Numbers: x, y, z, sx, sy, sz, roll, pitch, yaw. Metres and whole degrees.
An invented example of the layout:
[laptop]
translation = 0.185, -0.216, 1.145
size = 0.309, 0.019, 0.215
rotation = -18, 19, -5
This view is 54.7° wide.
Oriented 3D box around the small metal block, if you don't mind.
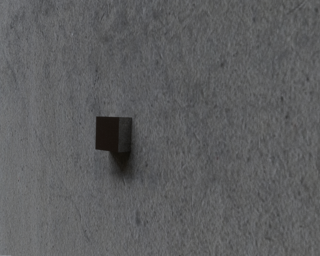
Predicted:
[small metal block]
translation = -0.069, 0.008, 0.460
size = 0.050, 0.025, 0.050
rotation = 3, 92, 39
